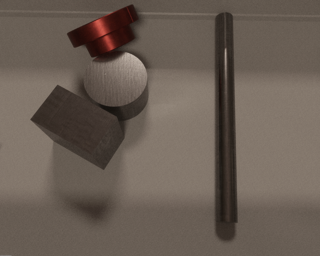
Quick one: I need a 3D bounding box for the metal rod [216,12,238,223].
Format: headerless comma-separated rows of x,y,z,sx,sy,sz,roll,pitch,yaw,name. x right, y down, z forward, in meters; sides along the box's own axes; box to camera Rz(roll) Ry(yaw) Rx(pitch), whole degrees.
0.089,-0.028,0.420,0.025,0.025,0.299,4,70,1,metal rod

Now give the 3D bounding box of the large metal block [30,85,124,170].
-0.095,0.003,0.378,0.080,0.080,0.050,28,73,9,large metal block

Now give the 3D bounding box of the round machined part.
-0.073,-0.131,0.428,0.099,0.098,0.042,-28,111,-10,round machined part

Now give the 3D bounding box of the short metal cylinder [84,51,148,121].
-0.057,-0.055,0.416,0.081,0.050,0.080,0,70,0,short metal cylinder
